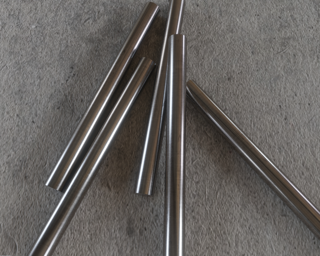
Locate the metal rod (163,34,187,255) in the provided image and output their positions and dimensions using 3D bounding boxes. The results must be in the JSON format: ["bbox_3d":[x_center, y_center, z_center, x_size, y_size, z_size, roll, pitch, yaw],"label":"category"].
[{"bbox_3d":[0.020,0.021,0.387,0.025,0.025,0.299,2,75,0],"label":"metal rod"}]

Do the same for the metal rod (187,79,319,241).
[{"bbox_3d":[0.132,0.051,0.390,0.025,0.025,0.300,-38,74,-13],"label":"metal rod"}]

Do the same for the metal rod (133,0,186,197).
[{"bbox_3d":[0.004,-0.057,0.428,0.025,0.025,0.299,9,70,3],"label":"metal rod"}]

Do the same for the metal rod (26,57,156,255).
[{"bbox_3d":[-0.081,0.034,0.394,0.025,0.025,0.300,24,72,8],"label":"metal rod"}]

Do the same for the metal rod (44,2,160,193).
[{"bbox_3d":[-0.071,-0.055,0.427,0.025,0.025,0.300,22,71,8],"label":"metal rod"}]
